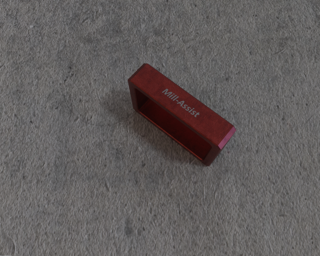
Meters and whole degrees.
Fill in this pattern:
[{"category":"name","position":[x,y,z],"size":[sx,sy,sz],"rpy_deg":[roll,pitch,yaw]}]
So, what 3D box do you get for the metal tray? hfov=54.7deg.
[{"category":"metal tray","position":[0.023,-0.013,0.380],"size":[0.130,0.090,0.030],"rpy_deg":[38,74,12]}]
